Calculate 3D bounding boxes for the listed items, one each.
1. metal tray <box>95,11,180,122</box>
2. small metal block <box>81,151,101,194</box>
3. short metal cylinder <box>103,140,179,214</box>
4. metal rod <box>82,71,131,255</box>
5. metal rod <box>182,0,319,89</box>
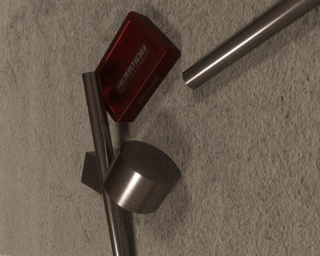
[{"bbox_3d":[-0.041,-0.082,0.432,0.129,0.030,0.090,-52,60,27],"label":"metal tray"},{"bbox_3d":[-0.093,0.068,0.479,0.050,0.025,0.050,19,102,38],"label":"small metal block"},{"bbox_3d":[-0.023,0.060,0.386,0.080,0.081,0.050,44,116,31],"label":"short metal cylinder"},{"bbox_3d":[-0.073,0.070,0.438,0.025,0.025,0.298,-8,92,39],"label":"metal rod"},{"bbox_3d":[0.139,-0.124,0.289,0.299,0.025,0.025,-33,70,35],"label":"metal rod"}]
